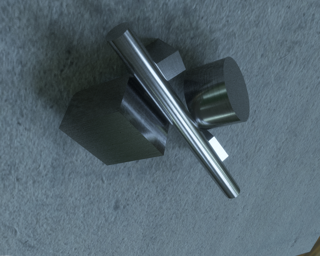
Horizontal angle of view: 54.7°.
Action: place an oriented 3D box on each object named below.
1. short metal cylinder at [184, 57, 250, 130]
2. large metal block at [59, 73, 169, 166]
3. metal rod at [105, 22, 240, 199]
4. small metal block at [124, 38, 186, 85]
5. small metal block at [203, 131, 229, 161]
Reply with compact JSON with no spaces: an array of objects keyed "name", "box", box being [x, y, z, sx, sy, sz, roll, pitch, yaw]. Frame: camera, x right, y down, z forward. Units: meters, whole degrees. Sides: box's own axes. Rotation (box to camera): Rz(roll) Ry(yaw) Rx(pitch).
[{"name":"short metal cylinder","box":[0.071,-0.041,0.380,0.050,0.080,0.080,-14,139,32]},{"name":"large metal block","box":[-0.047,-0.005,0.342,0.080,0.050,0.080,-13,138,30]},{"name":"metal rod","box":[0.035,0.005,0.367,0.025,0.025,0.300,-40,130,-1]},{"name":"small metal block","box":[-0.008,-0.071,0.346,0.050,0.050,0.025,-34,129,-7]},{"name":"small metal block","box":[0.064,0.021,0.438,0.025,0.050,0.050,-42,130,0]}]
